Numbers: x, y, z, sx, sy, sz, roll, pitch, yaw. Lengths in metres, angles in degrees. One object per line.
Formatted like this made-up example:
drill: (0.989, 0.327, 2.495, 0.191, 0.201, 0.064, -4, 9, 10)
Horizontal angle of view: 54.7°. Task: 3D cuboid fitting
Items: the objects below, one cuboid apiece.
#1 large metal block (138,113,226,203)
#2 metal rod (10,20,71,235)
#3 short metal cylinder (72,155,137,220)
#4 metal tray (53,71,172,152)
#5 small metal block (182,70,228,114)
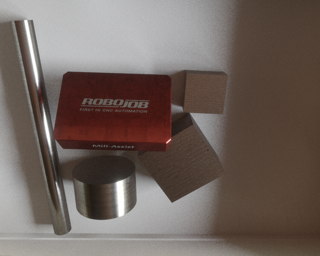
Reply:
large metal block: (0.028, 0.039, 0.413, 0.080, 0.050, 0.080, -31, 108, 10)
metal rod: (-0.154, 0.014, 0.414, 0.025, 0.025, 0.298, -3, 110, 1)
short metal cylinder: (-0.072, 0.076, 0.409, 0.081, 0.080, 0.050, 0, 110, 0)
metal tray: (-0.052, -0.020, 0.372, 0.131, 0.030, 0.090, 2, 67, -1)
small metal block: (0.056, -0.046, 0.395, 0.050, 0.025, 0.050, 3, 110, -2)
